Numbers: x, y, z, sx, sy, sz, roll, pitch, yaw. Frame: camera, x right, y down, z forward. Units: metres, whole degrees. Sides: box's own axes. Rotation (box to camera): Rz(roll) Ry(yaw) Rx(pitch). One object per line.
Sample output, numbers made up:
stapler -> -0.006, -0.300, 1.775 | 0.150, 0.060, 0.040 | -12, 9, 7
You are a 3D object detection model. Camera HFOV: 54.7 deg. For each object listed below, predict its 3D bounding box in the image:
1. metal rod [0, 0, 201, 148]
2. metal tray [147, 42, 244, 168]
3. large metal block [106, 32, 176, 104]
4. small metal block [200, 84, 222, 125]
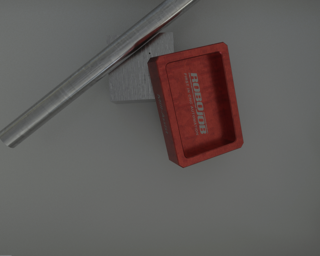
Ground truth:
metal rod -> -0.061, -0.079, 0.360 | 0.300, 0.025, 0.025 | -38, 91, 1
metal tray -> 0.045, -0.028, 0.368 | 0.091, 0.030, 0.129 | -17, 103, -18
large metal block -> -0.023, -0.074, 0.399 | 0.081, 0.050, 0.079 | -3, 90, -1
small metal block -> 0.059, -0.035, 0.412 | 0.050, 0.025, 0.050 | 20, 90, -1
